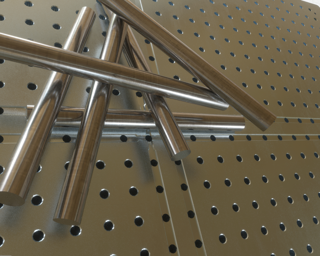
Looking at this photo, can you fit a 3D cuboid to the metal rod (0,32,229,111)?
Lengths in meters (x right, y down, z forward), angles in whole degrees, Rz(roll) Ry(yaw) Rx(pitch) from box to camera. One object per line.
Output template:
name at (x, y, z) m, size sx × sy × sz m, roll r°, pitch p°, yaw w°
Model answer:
metal rod at (-0.047, -0.060, 0.351) m, size 0.302 × 0.025 × 0.025 m, roll 10°, pitch 57°, yaw -26°

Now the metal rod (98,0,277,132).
metal rod at (0.019, -0.100, 0.394) m, size 0.300 × 0.025 × 0.025 m, roll 39°, pitch 51°, yaw 5°

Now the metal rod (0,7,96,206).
metal rod at (-0.114, -0.054, 0.352) m, size 0.025 × 0.025 × 0.300 m, roll 20°, pitch 46°, yaw -17°

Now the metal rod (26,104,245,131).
metal rod at (-0.011, -0.010, 0.407) m, size 0.302 × 0.025 × 0.025 m, roll 1°, pitch 61°, yaw -28°

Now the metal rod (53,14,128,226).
metal rod at (-0.069, -0.041, 0.361) m, size 0.025 × 0.025 × 0.300 m, roll 18°, pitch 57°, yaw -18°

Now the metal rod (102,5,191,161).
metal rod at (-0.031, -0.090, 0.424) m, size 0.025 × 0.025 × 0.299 m, roll -7°, pitch 59°, yaw -31°
